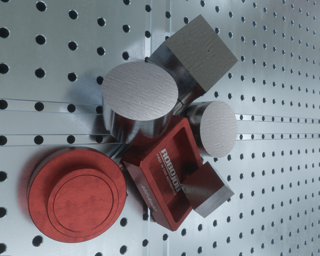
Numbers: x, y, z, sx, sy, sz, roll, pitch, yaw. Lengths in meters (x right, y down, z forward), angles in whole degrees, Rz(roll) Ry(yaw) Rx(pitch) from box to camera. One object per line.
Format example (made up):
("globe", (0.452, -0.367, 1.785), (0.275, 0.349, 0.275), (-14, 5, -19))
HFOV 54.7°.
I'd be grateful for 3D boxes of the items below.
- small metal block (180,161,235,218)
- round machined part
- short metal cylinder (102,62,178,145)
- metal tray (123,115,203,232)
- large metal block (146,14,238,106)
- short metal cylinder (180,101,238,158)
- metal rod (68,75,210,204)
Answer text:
("small metal block", (0.061, 0.080, 0.406), (0.050, 0.050, 0.025), (-42, 124, 8))
("round machined part", (-0.081, 0.070, 0.314), (0.099, 0.042, 0.097), (-3, 97, -24))
("short metal cylinder", (-0.024, -0.028, 0.346), (0.081, 0.050, 0.080), (5, 57, -7))
("metal tray", (0.015, 0.058, 0.400), (0.090, 0.030, 0.129), (-45, 130, -30))
("large metal block", (0.044, -0.090, 0.414), (0.080, 0.050, 0.080), (49, 59, -6))
("short metal cylinder", (0.067, 0.002, 0.448), (0.081, 0.050, 0.079), (0, 90, -40))
("metal rod", (0.000, -0.009, 0.412), (0.301, 0.025, 0.025), (-45, 117, -30))
